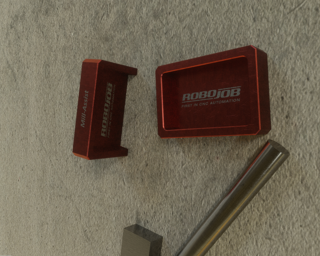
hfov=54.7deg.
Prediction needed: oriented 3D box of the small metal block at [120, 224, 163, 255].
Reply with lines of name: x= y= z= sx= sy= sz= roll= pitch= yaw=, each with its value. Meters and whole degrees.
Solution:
small metal block: x=-0.026 y=0.167 z=0.425 sx=0.050 sy=0.025 sz=0.050 roll=12 pitch=98 yaw=39

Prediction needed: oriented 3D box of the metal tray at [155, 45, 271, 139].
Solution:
metal tray: x=0.055 y=-0.035 z=0.354 sx=0.130 sy=0.030 sz=0.089 roll=-4 pitch=88 yaw=39

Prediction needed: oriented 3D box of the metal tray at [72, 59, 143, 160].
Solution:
metal tray: x=-0.071 y=-0.024 z=0.435 sx=0.030 sy=0.091 sz=0.129 roll=11 pitch=96 yaw=35

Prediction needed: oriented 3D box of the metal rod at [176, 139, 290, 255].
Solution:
metal rod: x=0.047 y=0.136 z=0.364 sx=0.025 sy=0.025 sz=0.298 roll=45 pitch=117 yaw=30
